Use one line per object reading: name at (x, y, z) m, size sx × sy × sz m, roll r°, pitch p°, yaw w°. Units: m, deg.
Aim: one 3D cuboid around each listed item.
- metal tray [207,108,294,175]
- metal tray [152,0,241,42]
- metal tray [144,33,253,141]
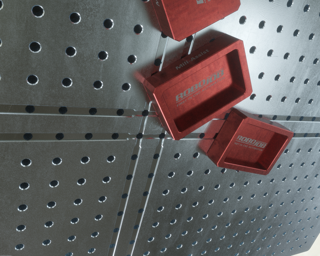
metal tray at (0.151, 0.027, 0.509) m, size 0.131 × 0.030 × 0.089 m, roll 14°, pitch 111°, yaw -35°
metal tray at (0.029, -0.169, 0.321) m, size 0.090 × 0.030 × 0.130 m, roll -31°, pitch 129°, yaw -9°
metal tray at (0.055, -0.052, 0.406) m, size 0.131 × 0.030 × 0.090 m, roll -32°, pitch 129°, yaw -8°
